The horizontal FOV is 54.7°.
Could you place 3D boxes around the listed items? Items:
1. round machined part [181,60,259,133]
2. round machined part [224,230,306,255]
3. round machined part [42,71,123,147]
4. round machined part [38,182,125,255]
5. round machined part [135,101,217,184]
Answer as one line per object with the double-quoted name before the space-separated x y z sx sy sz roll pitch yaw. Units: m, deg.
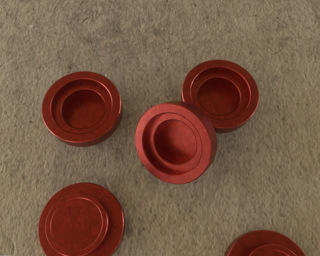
"round machined part" 0.077 -0.039 0.414 0.099 0.042 0.098 0 70 -1
"round machined part" 0.120 0.164 0.341 0.099 0.042 0.098 0 70 -1
"round machined part" -0.098 -0.021 0.406 0.099 0.042 0.098 0 70 -1
"round machined part" -0.091 0.111 0.357 0.099 0.042 0.098 0 70 -1
"round machined part" 0.022 0.015 0.376 0.098 0.042 0.097 7 106 26
